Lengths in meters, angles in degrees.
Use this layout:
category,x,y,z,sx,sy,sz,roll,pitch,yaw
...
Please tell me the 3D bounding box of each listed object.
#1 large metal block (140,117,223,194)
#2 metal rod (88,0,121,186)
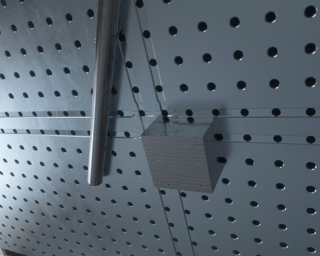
category,x,y,z,sx,sy,sz,roll,pitch,yaw
large metal block,0.030,0.033,0.398,0.080,0.050,0.079,1,119,27
metal rod,-0.082,-0.030,0.433,0.025,0.025,0.298,23,127,14
